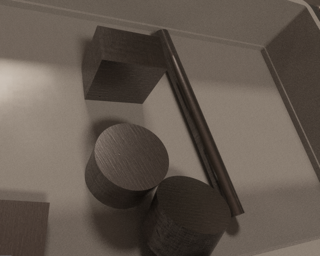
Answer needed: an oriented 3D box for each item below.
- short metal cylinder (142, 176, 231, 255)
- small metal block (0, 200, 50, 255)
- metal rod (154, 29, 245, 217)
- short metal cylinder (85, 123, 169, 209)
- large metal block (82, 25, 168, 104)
[{"bbox_3d":[0.027,0.096,0.327,0.081,0.050,0.080,16,28,-8],"label":"short metal cylinder"},{"bbox_3d":[-0.130,0.094,0.279,0.050,0.025,0.050,10,57,-23],"label":"small metal block"},{"bbox_3d":[0.048,-0.020,0.445,0.025,0.025,0.299,-6,65,-31],"label":"metal rod"},{"bbox_3d":[-0.037,0.042,0.340,0.081,0.050,0.080,13,51,-17],"label":"short metal cylinder"},{"bbox_3d":[-0.048,-0.075,0.392,0.081,0.080,0.050,2,61,-28],"label":"large metal block"}]
